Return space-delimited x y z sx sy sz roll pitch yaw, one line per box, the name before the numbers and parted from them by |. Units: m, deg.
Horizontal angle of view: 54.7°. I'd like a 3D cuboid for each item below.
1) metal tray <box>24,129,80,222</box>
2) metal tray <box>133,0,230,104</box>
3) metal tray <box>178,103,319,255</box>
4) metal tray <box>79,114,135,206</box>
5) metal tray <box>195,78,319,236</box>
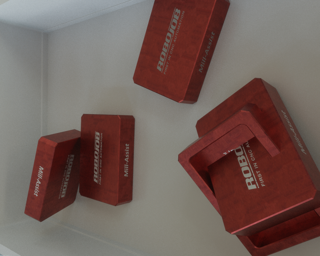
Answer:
metal tray | -0.162 0.072 0.495 0.030 0.090 0.129 20 104 16
metal tray | 0.022 -0.105 0.386 0.090 0.030 0.129 28 107 36
metal tray | 0.091 0.053 0.299 0.090 0.030 0.130 -40 87 33
metal tray | -0.082 0.044 0.472 0.090 0.030 0.129 3 92 40
metal tray | 0.090 0.026 0.302 0.090 0.030 0.130 -39 46 33
